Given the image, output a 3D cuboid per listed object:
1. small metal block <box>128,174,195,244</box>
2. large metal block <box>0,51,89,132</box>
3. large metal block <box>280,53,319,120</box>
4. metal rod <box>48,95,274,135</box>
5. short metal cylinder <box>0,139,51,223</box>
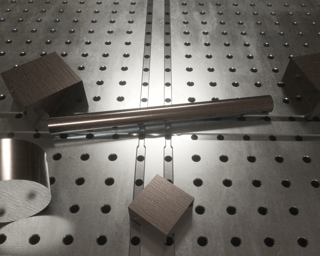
[{"bbox_3d":[0.002,0.086,0.335,0.050,0.025,0.050,30,56,22],"label":"small metal block"},{"bbox_3d":[-0.160,-0.053,0.434,0.081,0.050,0.080,-31,57,-24],"label":"large metal block"},{"bbox_3d":[0.238,-0.064,0.448,0.081,0.050,0.080,-11,51,-10],"label":"large metal block"},{"bbox_3d":[0.006,-0.018,0.423,0.302,0.025,0.025,-6,50,-6],"label":"metal rod"},{"bbox_3d":[-0.158,0.056,0.323,0.081,0.080,0.050,-14,52,-12],"label":"short metal cylinder"}]
